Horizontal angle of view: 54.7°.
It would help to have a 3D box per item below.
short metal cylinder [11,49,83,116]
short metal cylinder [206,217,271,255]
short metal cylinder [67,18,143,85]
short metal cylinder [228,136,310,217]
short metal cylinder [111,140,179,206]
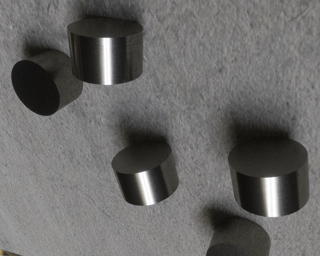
[{"bbox_3d":[-0.156,-0.063,0.431,0.080,0.050,0.079,13,124,20],"label":"short metal cylinder"},{"bbox_3d":[0.112,0.174,0.439,0.080,0.050,0.079,13,124,20],"label":"short metal cylinder"},{"bbox_3d":[-0.059,-0.088,0.347,0.080,0.080,0.050,16,125,19],"label":"short metal cylinder"},{"bbox_3d":[0.119,0.050,0.340,0.080,0.080,0.050,0,118,28],"label":"short metal cylinder"},{"bbox_3d":[-0.019,0.058,0.416,0.080,0.080,0.050,0,118,28],"label":"short metal cylinder"}]
